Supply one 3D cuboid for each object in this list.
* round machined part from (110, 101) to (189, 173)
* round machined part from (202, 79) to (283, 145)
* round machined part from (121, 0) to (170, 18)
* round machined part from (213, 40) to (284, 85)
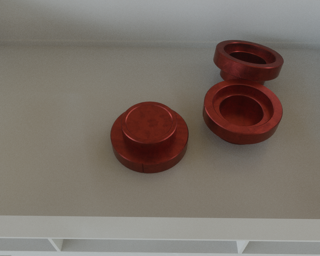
[{"bbox_3d":[-0.013,0.005,0.390,0.099,0.042,0.098,0,50,0],"label":"round machined part"},{"bbox_3d":[0.105,-0.017,0.409,0.099,0.042,0.098,0,50,0],"label":"round machined part"},{"bbox_3d":[-0.028,-0.253,0.609,0.099,0.042,0.098,0,50,0],"label":"round machined part"},{"bbox_3d":[0.128,-0.093,0.462,0.099,0.042,0.098,6,36,-4],"label":"round machined part"}]
